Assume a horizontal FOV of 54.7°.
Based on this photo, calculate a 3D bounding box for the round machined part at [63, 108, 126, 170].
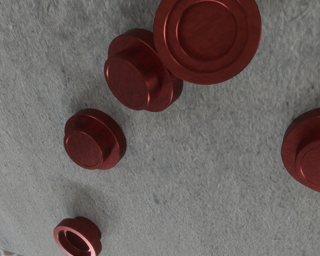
[{"bbox_3d":[-0.103,0.023,0.463,0.098,0.042,0.097,13,124,20],"label":"round machined part"}]

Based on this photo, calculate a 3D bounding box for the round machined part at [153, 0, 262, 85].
[{"bbox_3d":[0.046,-0.094,0.302,0.098,0.042,0.097,4,111,10],"label":"round machined part"}]

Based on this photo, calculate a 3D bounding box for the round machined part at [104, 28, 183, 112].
[{"bbox_3d":[-0.025,-0.059,0.353,0.098,0.042,0.097,29,142,26],"label":"round machined part"}]

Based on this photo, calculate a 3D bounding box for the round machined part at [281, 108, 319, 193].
[{"bbox_3d":[0.178,0.030,0.321,0.098,0.042,0.097,13,124,20],"label":"round machined part"}]

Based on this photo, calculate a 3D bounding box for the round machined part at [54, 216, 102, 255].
[{"bbox_3d":[-0.155,0.213,0.607,0.098,0.042,0.097,13,124,20],"label":"round machined part"}]
